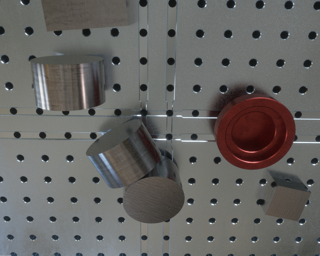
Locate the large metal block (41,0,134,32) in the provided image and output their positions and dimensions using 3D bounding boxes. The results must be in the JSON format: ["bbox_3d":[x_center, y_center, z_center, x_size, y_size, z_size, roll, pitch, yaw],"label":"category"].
[{"bbox_3d":[-0.073,-0.135,0.334,0.080,0.080,0.050,-4,110,1],"label":"large metal block"}]

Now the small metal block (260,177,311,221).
[{"bbox_3d":[0.183,0.104,0.453,0.050,0.025,0.050,13,110,-5],"label":"small metal block"}]

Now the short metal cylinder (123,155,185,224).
[{"bbox_3d":[-0.010,0.083,0.424,0.081,0.050,0.079,-3,119,-5],"label":"short metal cylinder"}]

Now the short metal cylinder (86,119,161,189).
[{"bbox_3d":[-0.046,0.031,0.395,0.080,0.080,0.050,-27,108,9],"label":"short metal cylinder"}]

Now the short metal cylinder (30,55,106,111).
[{"bbox_3d":[-0.106,-0.055,0.363,0.081,0.080,0.050,0,110,0],"label":"short metal cylinder"}]

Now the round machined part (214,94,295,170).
[{"bbox_3d":[0.120,0.002,0.406,0.099,0.042,0.097,0,110,0],"label":"round machined part"}]
